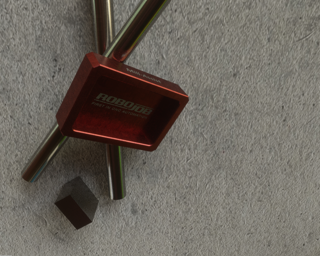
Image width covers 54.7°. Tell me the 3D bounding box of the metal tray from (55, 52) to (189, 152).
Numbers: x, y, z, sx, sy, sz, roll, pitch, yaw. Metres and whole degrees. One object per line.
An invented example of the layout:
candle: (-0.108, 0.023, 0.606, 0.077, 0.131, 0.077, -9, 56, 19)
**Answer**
metal tray: (-0.040, -0.023, 0.360, 0.131, 0.030, 0.089, 14, 119, -38)

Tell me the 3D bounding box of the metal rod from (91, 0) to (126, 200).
metal rod: (-0.064, -0.043, 0.392, 0.025, 0.025, 0.298, -1, 110, 0)

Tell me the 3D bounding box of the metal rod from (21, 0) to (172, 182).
metal rod: (-0.090, -0.036, 0.373, 0.025, 0.025, 0.299, 36, 114, -13)

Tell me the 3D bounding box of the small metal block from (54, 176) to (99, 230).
small metal block: (-0.115, 0.104, 0.433, 0.025, 0.050, 0.050, -30, 108, 10)
